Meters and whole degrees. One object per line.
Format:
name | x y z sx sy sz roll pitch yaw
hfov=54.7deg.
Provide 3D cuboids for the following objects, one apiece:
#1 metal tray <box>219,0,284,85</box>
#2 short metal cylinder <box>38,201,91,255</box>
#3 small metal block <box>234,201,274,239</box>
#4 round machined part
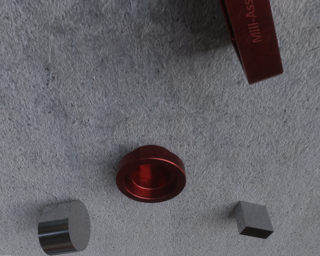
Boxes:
metal tray | 0.069 -0.114 0.268 0.030 0.090 0.130 -19 128 15
short metal cylinder | -0.154 0.163 0.508 0.050 0.080 0.080 -11 130 9
small metal block | 0.158 0.156 0.526 0.050 0.050 0.025 14 129 -12
round machined part | -0.013 0.063 0.449 0.099 0.042 0.097 -1 130 0
